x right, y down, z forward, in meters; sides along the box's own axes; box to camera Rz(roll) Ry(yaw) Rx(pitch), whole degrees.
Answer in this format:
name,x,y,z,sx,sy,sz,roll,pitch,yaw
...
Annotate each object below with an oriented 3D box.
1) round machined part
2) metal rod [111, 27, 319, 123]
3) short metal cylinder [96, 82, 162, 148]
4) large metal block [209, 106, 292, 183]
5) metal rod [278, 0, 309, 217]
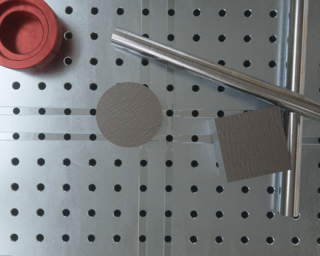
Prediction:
name,x,y,z,sx,sy,sz,roll,pitch,yaw
round machined part,-0.176,-0.121,0.403,0.099,0.042,0.097,0,90,0
metal rod,0.080,-0.067,0.398,0.301,0.025,0.025,22,90,6
short metal cylinder,-0.037,-0.016,0.400,0.081,0.050,0.080,0,90,0
large metal block,0.114,0.020,0.402,0.080,0.050,0.080,-12,90,0
metal rod,0.178,-0.034,0.414,0.025,0.025,0.298,3,90,0
